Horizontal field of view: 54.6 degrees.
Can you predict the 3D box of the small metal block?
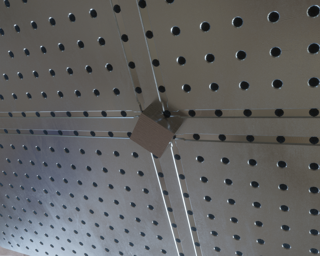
[{"bbox_3d":[-0.007,0.005,0.418,0.050,0.025,0.050,33,129,6],"label":"small metal block"}]
